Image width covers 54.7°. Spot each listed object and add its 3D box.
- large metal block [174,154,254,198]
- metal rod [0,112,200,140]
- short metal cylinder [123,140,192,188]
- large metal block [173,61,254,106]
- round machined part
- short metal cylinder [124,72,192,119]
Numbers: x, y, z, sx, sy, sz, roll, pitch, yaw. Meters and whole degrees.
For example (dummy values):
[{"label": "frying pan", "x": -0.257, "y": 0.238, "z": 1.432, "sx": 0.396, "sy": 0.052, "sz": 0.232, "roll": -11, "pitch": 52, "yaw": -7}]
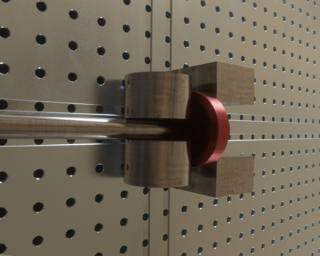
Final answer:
[{"label": "large metal block", "x": 0.074, "y": 0.062, "z": 0.437, "sx": 0.081, "sy": 0.080, "sz": 0.050, "roll": 3, "pitch": 88, "yaw": -40}, {"label": "metal rod", "x": -0.076, "y": 0.000, "z": 0.330, "sx": 0.302, "sy": 0.025, "sz": 0.025, "roll": 2, "pitch": 89, "yaw": -36}, {"label": "short metal cylinder", "x": -0.003, "y": 0.039, "z": 0.370, "sx": 0.081, "sy": 0.080, "sz": 0.050, "roll": 2, "pitch": 90, "yaw": -40}, {"label": "large metal block", "x": 0.075, "y": -0.058, "z": 0.437, "sx": 0.081, "sy": 0.080, "sz": 0.050, "roll": 0, "pitch": 91, "yaw": -40}, {"label": "round machined part", "x": 0.051, "y": 0.002, "z": 0.404, "sx": 0.042, "sy": 0.098, "sz": 0.097, "roll": 1, "pitch": 90, "yaw": -40}, {"label": "short metal cylinder", "x": -0.002, "y": -0.036, "z": 0.371, "sx": 0.081, "sy": 0.080, "sz": 0.050, "roll": 1, "pitch": 90, "yaw": -40}]
